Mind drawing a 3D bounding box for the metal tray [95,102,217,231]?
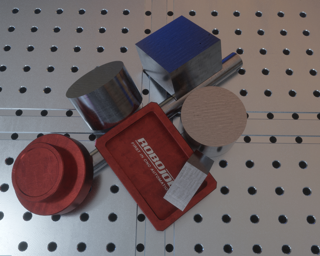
[{"bbox_3d":[-0.005,0.045,0.377,0.090,0.030,0.130,-36,87,-12],"label":"metal tray"}]

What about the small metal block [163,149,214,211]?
[{"bbox_3d":[0.033,0.057,0.347,0.025,0.050,0.050,33,109,9],"label":"small metal block"}]

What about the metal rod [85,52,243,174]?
[{"bbox_3d":[-0.008,-0.012,0.418,0.301,0.025,0.025,-36,74,-12],"label":"metal rod"}]

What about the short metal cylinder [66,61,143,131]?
[{"bbox_3d":[-0.069,-0.042,0.391,0.080,0.050,0.080,-21,31,14],"label":"short metal cylinder"}]

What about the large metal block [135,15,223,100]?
[{"bbox_3d":[0.026,-0.098,0.422,0.080,0.050,0.080,-35,54,-12],"label":"large metal block"}]

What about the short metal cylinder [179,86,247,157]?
[{"bbox_3d":[0.066,-0.007,0.401,0.081,0.050,0.080,0,70,0],"label":"short metal cylinder"}]

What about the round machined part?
[{"bbox_3d":[-0.133,0.054,0.368,0.098,0.042,0.098,-4,75,15],"label":"round machined part"}]
